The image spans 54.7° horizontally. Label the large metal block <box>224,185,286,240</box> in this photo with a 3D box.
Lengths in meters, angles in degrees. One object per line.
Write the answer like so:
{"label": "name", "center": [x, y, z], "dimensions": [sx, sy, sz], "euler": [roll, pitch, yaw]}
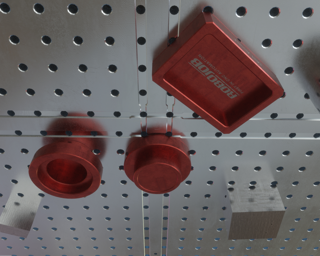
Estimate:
{"label": "large metal block", "center": [0.153, 0.142, 0.517], "dimensions": [0.080, 0.050, 0.080], "euler": [-3, 130, 2]}

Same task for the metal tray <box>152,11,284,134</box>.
{"label": "metal tray", "center": [0.067, -0.057, 0.360], "dimensions": [0.130, 0.030, 0.090], "euler": [34, 122, -26]}

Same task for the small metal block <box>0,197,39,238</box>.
{"label": "small metal block", "center": [-0.240, 0.151, 0.521], "dimensions": [0.050, 0.050, 0.025], "euler": [22, 127, -18]}

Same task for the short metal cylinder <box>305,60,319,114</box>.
{"label": "short metal cylinder", "center": [0.219, -0.045, 0.359], "dimensions": [0.081, 0.050, 0.079], "euler": [0, 130, 0]}

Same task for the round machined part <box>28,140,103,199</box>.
{"label": "round machined part", "center": [-0.132, 0.055, 0.446], "dimensions": [0.099, 0.042, 0.097], "euler": [0, 130, 0]}

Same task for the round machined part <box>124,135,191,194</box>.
{"label": "round machined part", "center": [-0.003, 0.059, 0.451], "dimensions": [0.099, 0.042, 0.097], "euler": [0, 130, 0]}
